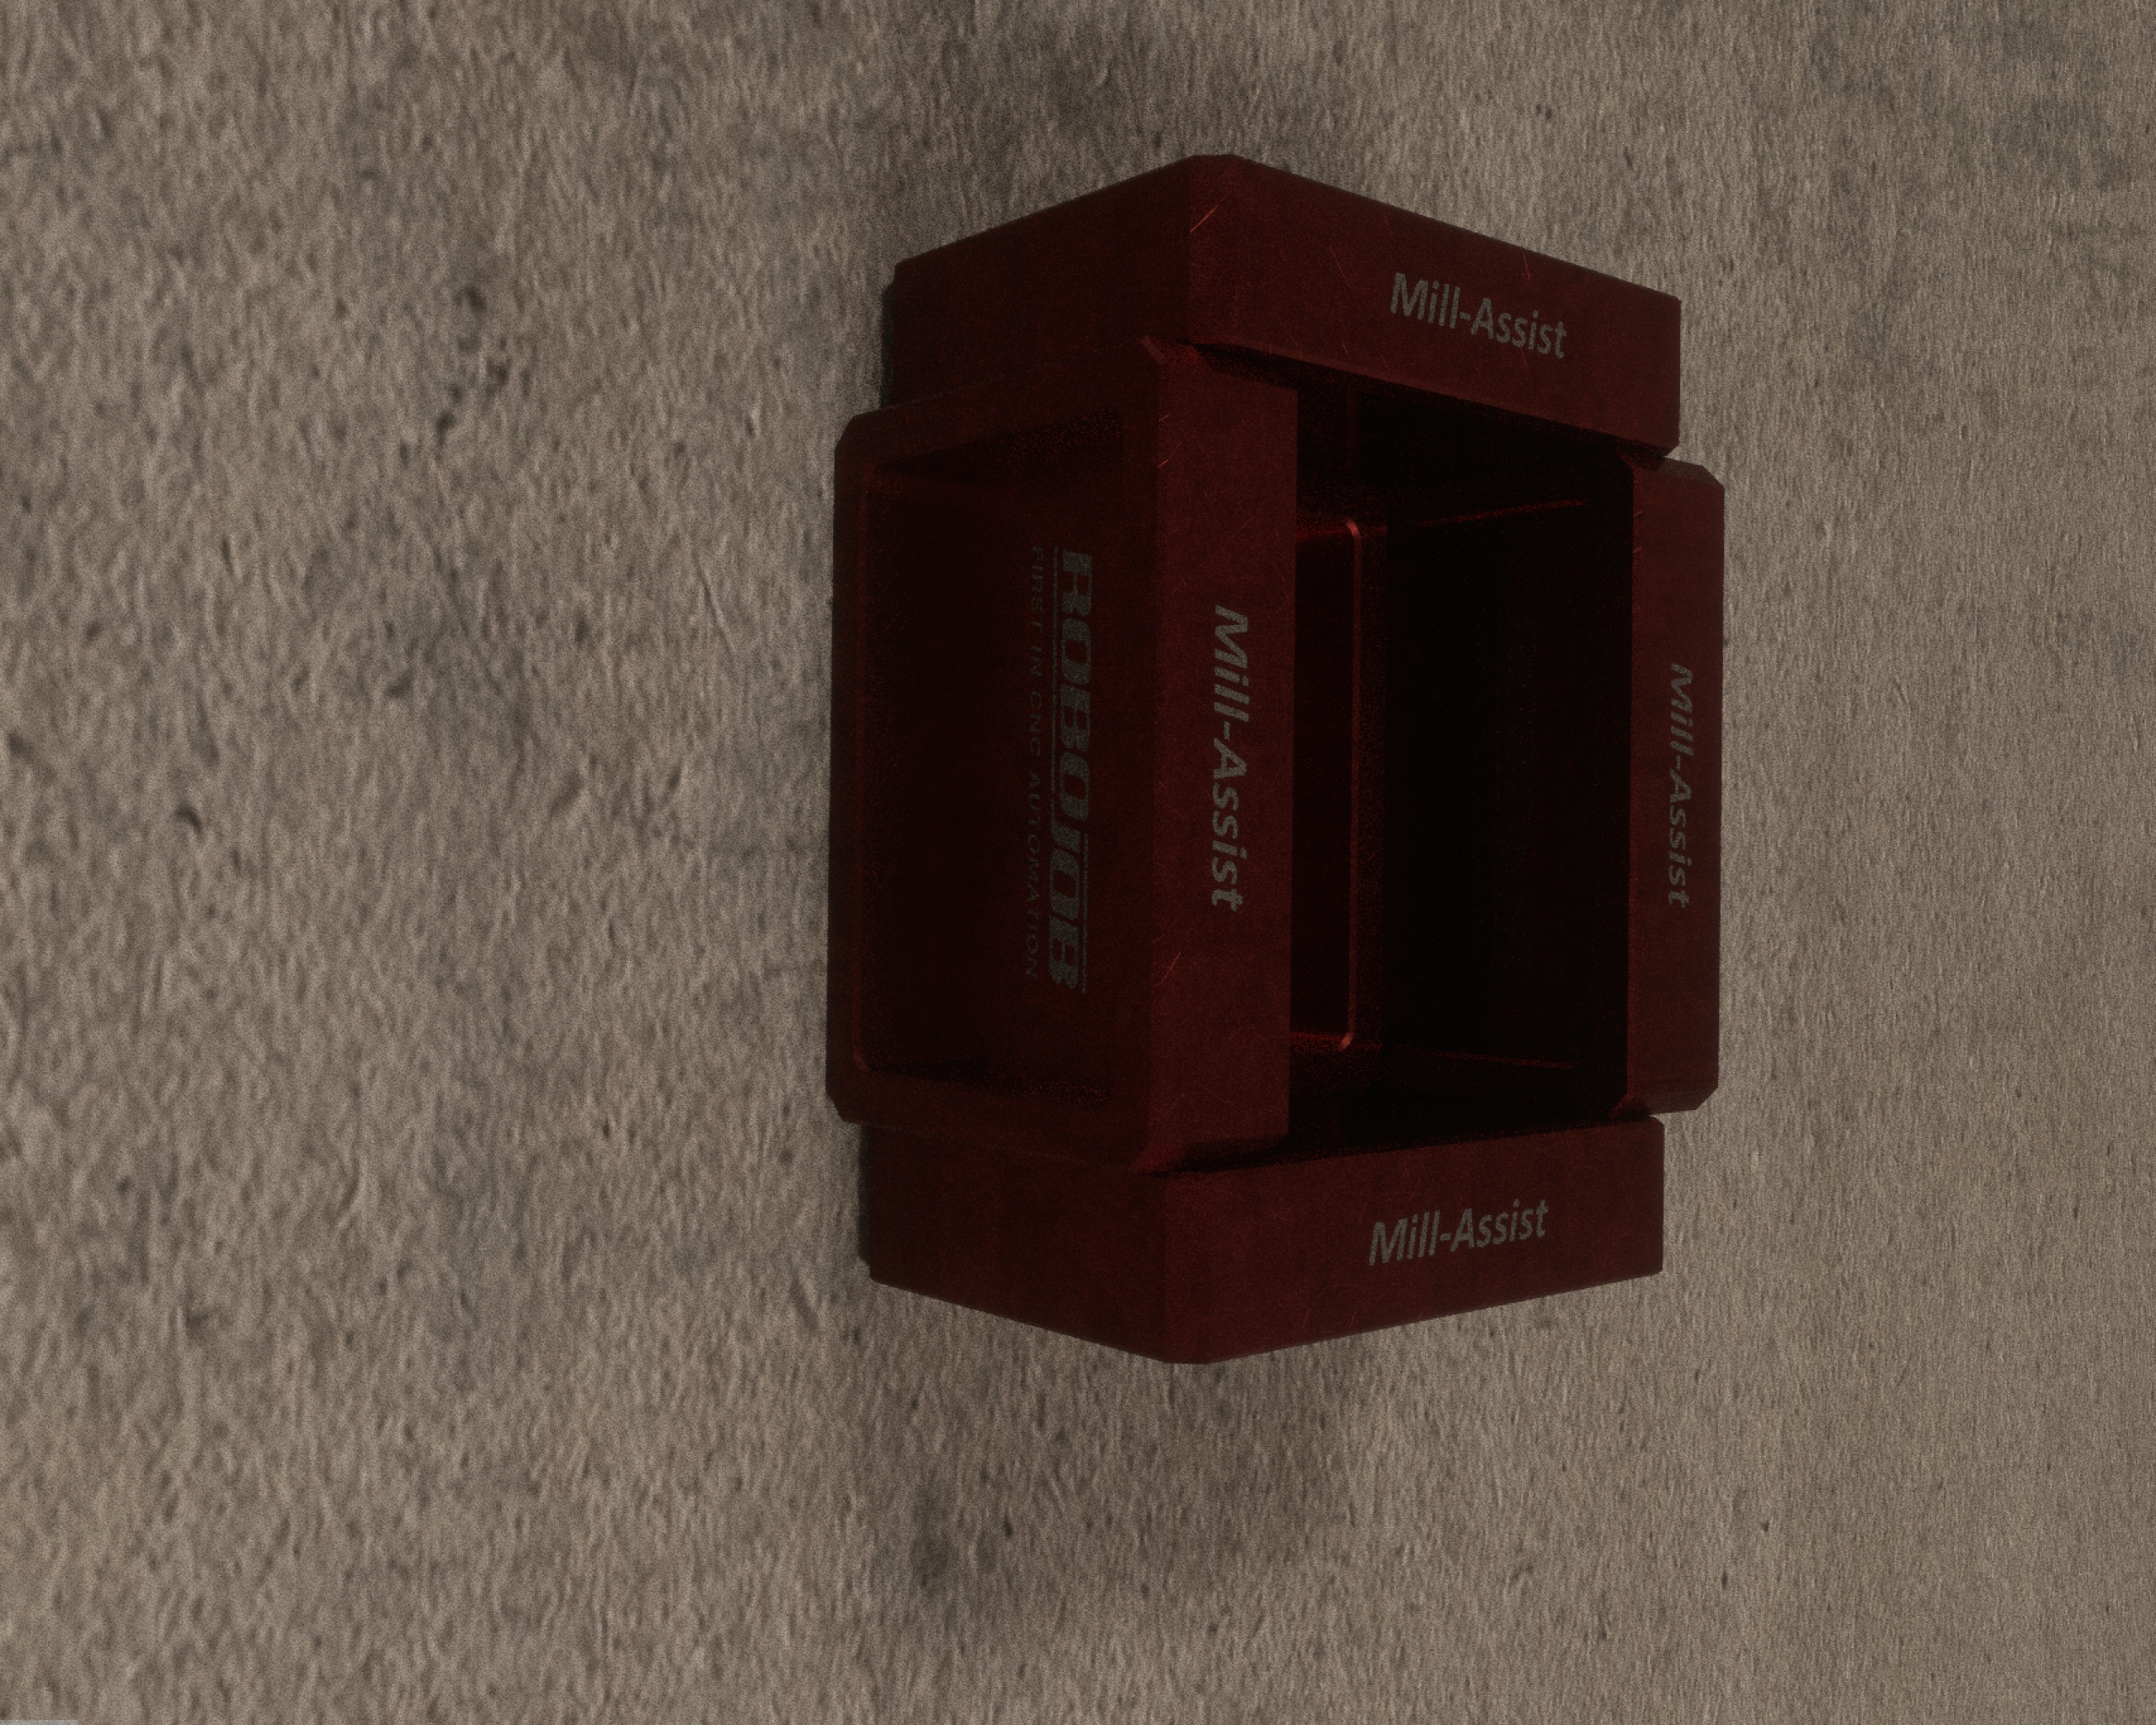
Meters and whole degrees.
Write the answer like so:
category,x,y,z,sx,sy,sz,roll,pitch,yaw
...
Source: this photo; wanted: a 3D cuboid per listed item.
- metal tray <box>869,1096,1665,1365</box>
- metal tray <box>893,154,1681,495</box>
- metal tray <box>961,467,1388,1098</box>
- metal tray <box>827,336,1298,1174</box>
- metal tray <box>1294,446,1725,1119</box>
category,x,y,z,sx,sy,sz,roll,pitch,yaw
metal tray,0.038,0.064,0.397,0.131,0.090,0.030,1,90,-40
metal tray,0.042,-0.096,0.400,0.131,0.090,0.030,1,90,-40
metal tray,0.021,-0.017,0.423,0.091,0.030,0.129,1,89,-40
metal tray,-0.005,-0.017,0.360,0.030,0.090,0.129,1,89,-40
metal tray,0.088,-0.015,0.439,0.030,0.090,0.129,1,89,-40
